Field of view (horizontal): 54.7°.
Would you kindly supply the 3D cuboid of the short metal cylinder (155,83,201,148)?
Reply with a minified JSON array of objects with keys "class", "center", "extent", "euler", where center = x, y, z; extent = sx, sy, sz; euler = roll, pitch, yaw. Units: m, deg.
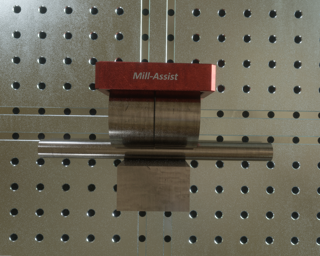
[{"class":"short metal cylinder","center":[0.020,-0.016,0.383],"extent":[0.050,0.080,0.079],"euler":[2,90,0]}]

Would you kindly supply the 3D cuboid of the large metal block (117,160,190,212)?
[{"class":"large metal block","center":[-0.007,0.067,0.382],"extent":[0.081,0.080,0.050],"euler":[1,90,0]}]

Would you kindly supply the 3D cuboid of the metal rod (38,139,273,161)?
[{"class":"metal rod","center":[-0.005,0.029,0.409],"extent":[0.302,0.025,0.025],"euler":[1,90,0]}]

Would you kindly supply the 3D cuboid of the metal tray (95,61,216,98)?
[{"class":"metal tray","center":[-0.005,-0.056,0.377],"extent":[0.131,0.090,0.030],"euler":[1,90,0]}]

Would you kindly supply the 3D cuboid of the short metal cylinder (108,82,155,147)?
[{"class":"short metal cylinder","center":[-0.032,-0.016,0.383],"extent":[0.050,0.080,0.079],"euler":[1,90,0]}]
